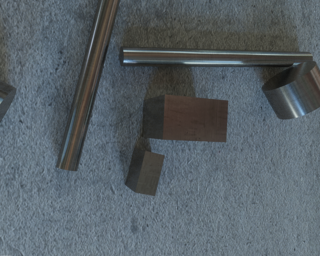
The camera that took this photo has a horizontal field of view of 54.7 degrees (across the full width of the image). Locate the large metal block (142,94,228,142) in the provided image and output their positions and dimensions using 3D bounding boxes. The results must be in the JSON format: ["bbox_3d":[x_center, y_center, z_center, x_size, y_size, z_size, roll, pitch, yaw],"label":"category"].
[{"bbox_3d":[0.028,-0.010,0.390,0.081,0.080,0.050,3,89,-20],"label":"large metal block"}]

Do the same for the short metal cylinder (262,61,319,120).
[{"bbox_3d":[0.198,-0.055,0.453,0.080,0.080,0.050,-36,102,-16],"label":"short metal cylinder"}]

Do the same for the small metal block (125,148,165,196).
[{"bbox_3d":[-0.020,0.054,0.389,0.025,0.050,0.050,15,85,-20],"label":"small metal block"}]

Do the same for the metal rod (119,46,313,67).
[{"bbox_3d":[0.093,-0.100,0.443,0.303,0.025,0.025,-4,92,-20],"label":"metal rod"}]

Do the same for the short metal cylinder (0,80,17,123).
[{"bbox_3d":[-0.189,-0.019,0.310,0.050,0.080,0.080,31,80,-18],"label":"short metal cylinder"}]

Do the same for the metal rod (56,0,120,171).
[{"bbox_3d":[-0.077,-0.096,0.380,0.025,0.025,0.299,15,85,-20],"label":"metal rod"}]
